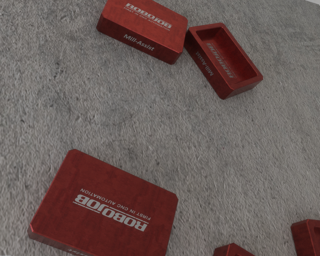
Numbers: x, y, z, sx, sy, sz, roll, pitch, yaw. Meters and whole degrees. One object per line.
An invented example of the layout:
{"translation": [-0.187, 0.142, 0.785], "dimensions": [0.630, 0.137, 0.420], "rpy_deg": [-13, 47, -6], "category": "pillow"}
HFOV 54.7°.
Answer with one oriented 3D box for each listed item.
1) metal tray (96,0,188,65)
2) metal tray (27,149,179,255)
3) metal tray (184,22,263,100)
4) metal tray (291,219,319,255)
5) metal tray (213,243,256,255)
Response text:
{"translation": [-0.024, -0.164, 0.487], "dimensions": [0.131, 0.030, 0.090], "rpy_deg": [22, 54, -15], "category": "metal tray"}
{"translation": [-0.052, 0.089, 0.318], "dimensions": [0.131, 0.030, 0.090], "rpy_deg": [27, 52, -12], "category": "metal tray"}
{"translation": [0.106, -0.118, 0.528], "dimensions": [0.091, 0.030, 0.130], "rpy_deg": [-22, 73, -36], "category": "metal tray"}
{"translation": [0.248, 0.178, 0.424], "dimensions": [0.131, 0.030, 0.090], "rpy_deg": [12, 57, -22], "category": "metal tray"}
{"translation": [0.087, 0.202, 0.323], "dimensions": [0.090, 0.030, 0.130], "rpy_deg": [33, 51, -7], "category": "metal tray"}
